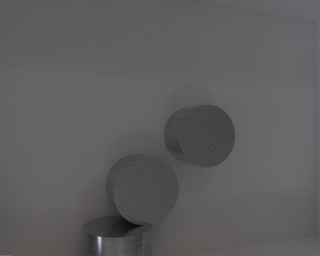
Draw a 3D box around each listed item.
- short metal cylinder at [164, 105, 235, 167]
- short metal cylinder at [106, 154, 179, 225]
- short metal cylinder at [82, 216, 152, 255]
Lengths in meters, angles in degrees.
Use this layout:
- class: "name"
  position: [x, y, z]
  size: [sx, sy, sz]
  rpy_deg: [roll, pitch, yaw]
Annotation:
- class: "short metal cylinder"
  position: [0.052, 0.010, 0.416]
  size: [0.081, 0.050, 0.080]
  rpy_deg: [0, 90, -20]
- class: "short metal cylinder"
  position: [-0.023, 0.075, 0.389]
  size: [0.081, 0.050, 0.080]
  rpy_deg: [0, 90, -20]
- class: "short metal cylinder"
  position: [-0.050, 0.139, 0.363]
  size: [0.081, 0.080, 0.050]
  rpy_deg: [0, 90, -20]
